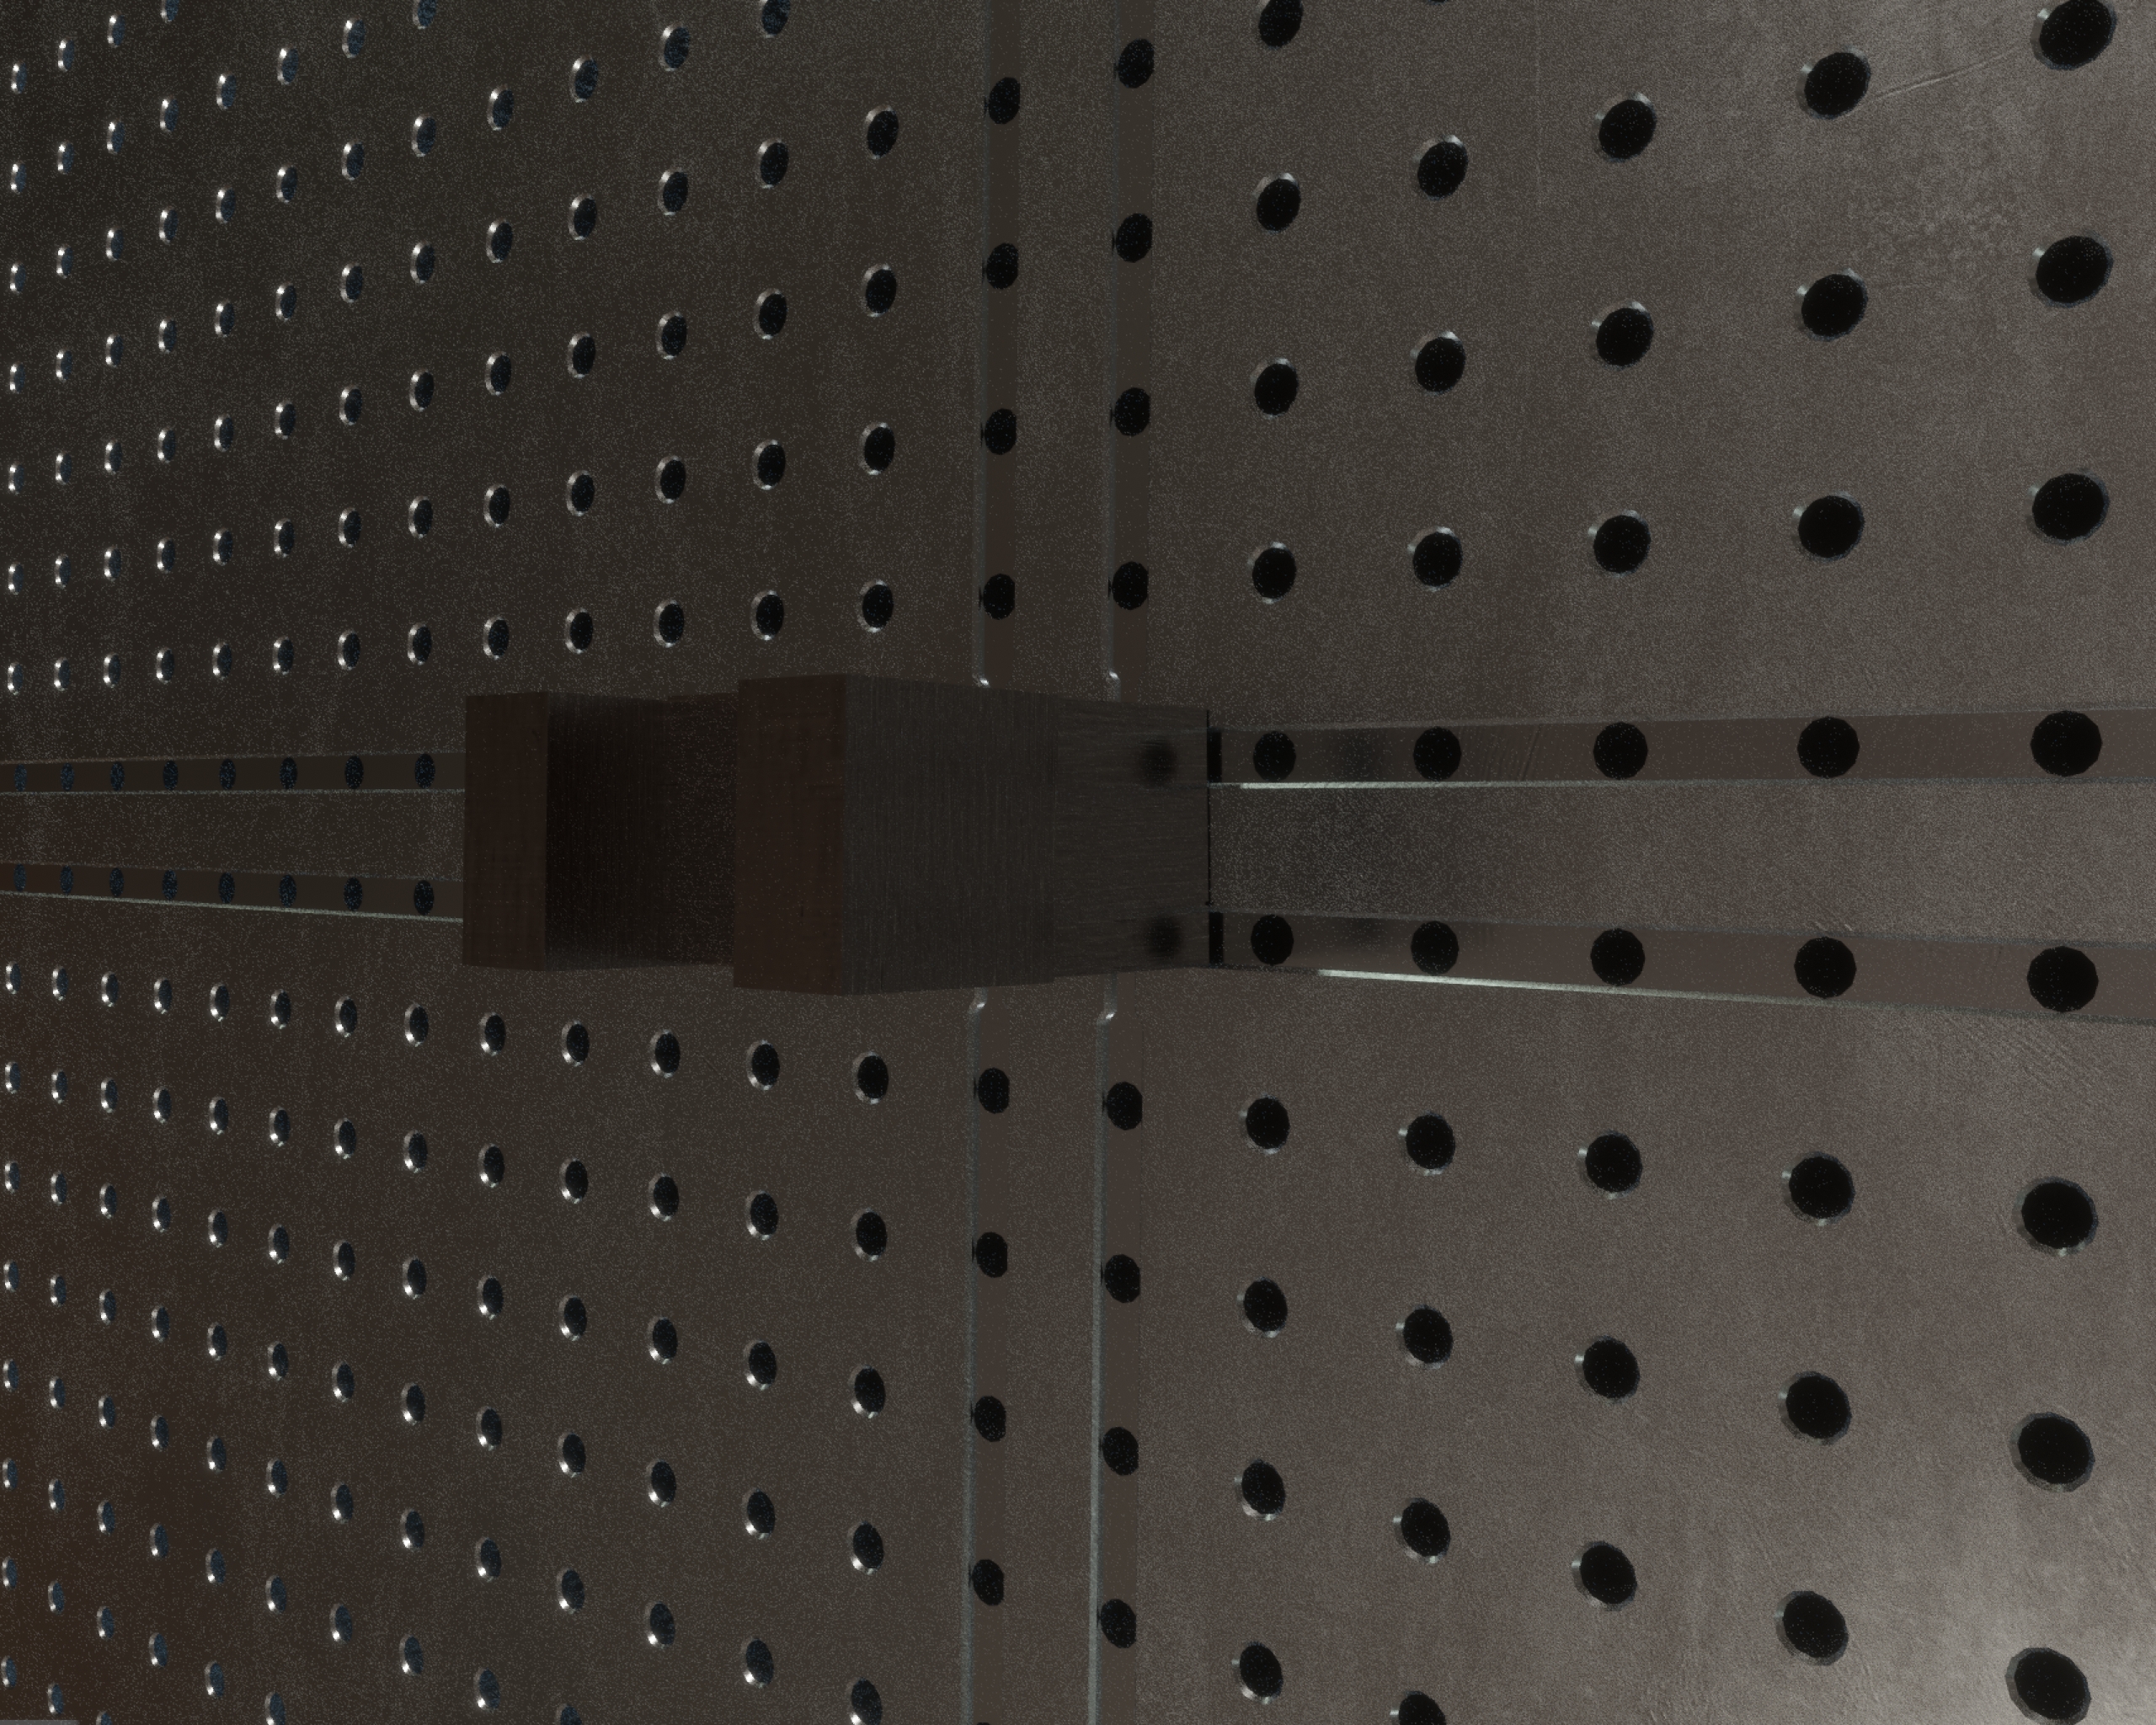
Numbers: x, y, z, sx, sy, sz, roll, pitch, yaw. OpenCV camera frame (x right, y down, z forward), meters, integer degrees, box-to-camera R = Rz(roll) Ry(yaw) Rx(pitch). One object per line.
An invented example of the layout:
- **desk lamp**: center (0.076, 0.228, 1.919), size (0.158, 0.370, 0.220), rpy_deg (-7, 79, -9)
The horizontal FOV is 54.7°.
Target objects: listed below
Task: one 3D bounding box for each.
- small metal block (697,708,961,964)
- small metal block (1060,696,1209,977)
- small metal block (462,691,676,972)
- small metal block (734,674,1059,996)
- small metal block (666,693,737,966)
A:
- **small metal block**: center (-0.051, -0.005, 0.432), size (0.025, 0.050, 0.050), rpy_deg (1, 91, 40)
- **small metal block**: center (-0.001, -0.005, 0.391), size (0.025, 0.050, 0.050), rpy_deg (-1, 90, 40)
- **small metal block**: center (-0.088, -0.006, 0.397), size (0.025, 0.050, 0.050), rpy_deg (1, 90, 40)
- **small metal block**: center (-0.029, -0.004, 0.348), size (0.025, 0.050, 0.050), rpy_deg (1, 90, 40)
- **small metal block**: center (-0.050, -0.006, 0.384), size (0.050, 0.025, 0.050), rpy_deg (1, 91, 39)
